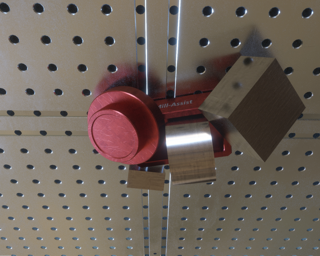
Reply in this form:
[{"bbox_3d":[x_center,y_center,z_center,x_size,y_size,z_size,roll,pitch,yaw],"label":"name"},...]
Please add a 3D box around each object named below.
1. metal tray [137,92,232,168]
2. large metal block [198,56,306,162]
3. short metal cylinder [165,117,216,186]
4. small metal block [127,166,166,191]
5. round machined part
[{"bbox_3d":[0.025,0.004,0.409,0.131,0.030,0.090,-9,130,7],"label":"metal tray"},{"bbox_3d":[0.104,-0.022,0.347,0.080,0.050,0.080,-51,121,-8],"label":"large metal block"},{"bbox_3d":[0.037,0.029,0.379,0.050,0.080,0.080,-7,130,5],"label":"short metal cylinder"},{"bbox_3d":[-0.020,0.069,0.446,0.050,0.050,0.025,6,96,-5],"label":"small metal block"},{"bbox_3d":[-0.047,0.002,0.372,0.098,0.042,0.097,10,117,20],"label":"round machined part"}]
